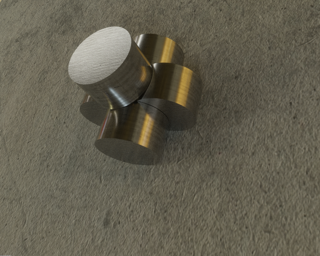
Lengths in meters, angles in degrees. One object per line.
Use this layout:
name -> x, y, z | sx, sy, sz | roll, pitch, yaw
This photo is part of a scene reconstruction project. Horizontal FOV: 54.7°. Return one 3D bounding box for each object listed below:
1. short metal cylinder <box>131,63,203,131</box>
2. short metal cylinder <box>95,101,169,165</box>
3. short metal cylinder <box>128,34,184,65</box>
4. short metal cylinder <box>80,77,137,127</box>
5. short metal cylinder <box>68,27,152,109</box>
short metal cylinder -> 0.010, -0.036, 0.386 | 0.080, 0.080, 0.050 | 0, 62, 28
short metal cylinder -> -0.034, 0.008, 0.381 | 0.080, 0.080, 0.050 | 0, 62, 28
short metal cylinder -> -0.010, -0.082, 0.424 | 0.080, 0.080, 0.050 | -2, 61, 27
short metal cylinder -> -0.062, -0.036, 0.423 | 0.080, 0.080, 0.050 | -1, 62, 27
short metal cylinder -> -0.056, -0.069, 0.356 | 0.080, 0.050, 0.080 | -13, 56, 20
